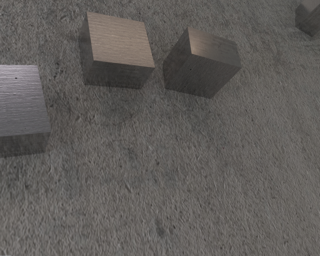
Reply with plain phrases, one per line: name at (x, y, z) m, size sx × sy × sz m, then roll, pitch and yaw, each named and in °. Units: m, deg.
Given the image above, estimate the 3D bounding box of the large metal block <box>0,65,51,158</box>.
large metal block at (-0.162, -0.016, 0.310) m, size 0.081 × 0.050 × 0.080 m, roll -6°, pitch 65°, yaw -31°

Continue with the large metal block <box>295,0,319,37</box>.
large metal block at (0.374, -0.280, 0.740) m, size 0.050 × 0.080 × 0.080 m, roll 28°, pitch 52°, yaw -11°

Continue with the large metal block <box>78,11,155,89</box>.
large metal block at (-0.060, -0.102, 0.417) m, size 0.081 × 0.050 × 0.080 m, roll 1°, pitch 61°, yaw -28°

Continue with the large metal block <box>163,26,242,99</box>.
large metal block at (0.059, -0.092, 0.456) m, size 0.081 × 0.080 × 0.050 m, roll 10°, pitch 58°, yaw -23°
